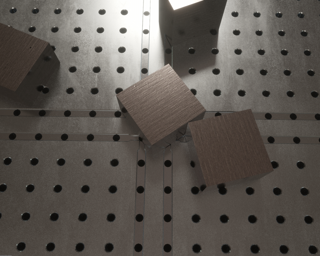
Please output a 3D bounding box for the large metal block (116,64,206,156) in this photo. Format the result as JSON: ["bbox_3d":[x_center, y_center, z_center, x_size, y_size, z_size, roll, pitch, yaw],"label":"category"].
[{"bbox_3d":[0.001,-0.023,0.407,0.080,0.050,0.080,-33,74,-12],"label":"large metal block"}]

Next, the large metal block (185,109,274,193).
[{"bbox_3d":[0.082,0.030,0.389,0.081,0.050,0.080,-13,71,-5],"label":"large metal block"}]

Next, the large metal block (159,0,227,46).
[{"bbox_3d":[0.045,-0.174,0.447,0.080,0.080,0.050,-22,72,-8],"label":"large metal block"}]

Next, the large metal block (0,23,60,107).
[{"bbox_3d":[-0.201,-0.087,0.428,0.080,0.050,0.080,23,72,8],"label":"large metal block"}]
